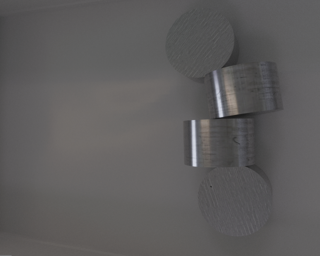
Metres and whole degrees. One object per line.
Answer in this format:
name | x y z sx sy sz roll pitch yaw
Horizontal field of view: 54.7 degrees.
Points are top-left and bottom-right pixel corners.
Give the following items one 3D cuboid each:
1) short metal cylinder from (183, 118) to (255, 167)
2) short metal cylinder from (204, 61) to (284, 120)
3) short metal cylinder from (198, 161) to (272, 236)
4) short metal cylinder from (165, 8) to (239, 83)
short metal cylinder | 0.068 0.016 0.357 0.080 0.080 0.050 -2 90 20
short metal cylinder | 0.093 -0.039 0.348 0.080 0.080 0.050 -9 87 20
short metal cylinder | 0.090 0.080 0.365 0.080 0.050 0.080 0 90 20
short metal cylinder | 0.053 -0.097 0.378 0.080 0.050 0.080 0 90 20
